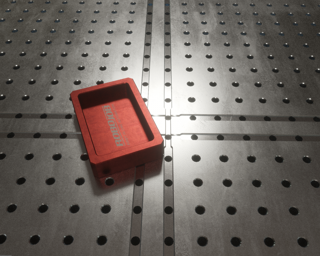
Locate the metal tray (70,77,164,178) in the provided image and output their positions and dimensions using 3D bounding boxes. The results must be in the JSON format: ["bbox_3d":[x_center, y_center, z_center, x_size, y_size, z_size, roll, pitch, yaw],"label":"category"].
[{"bbox_3d":[-0.059,-0.007,0.408,0.091,0.030,0.130,-16,52,-14],"label":"metal tray"}]
